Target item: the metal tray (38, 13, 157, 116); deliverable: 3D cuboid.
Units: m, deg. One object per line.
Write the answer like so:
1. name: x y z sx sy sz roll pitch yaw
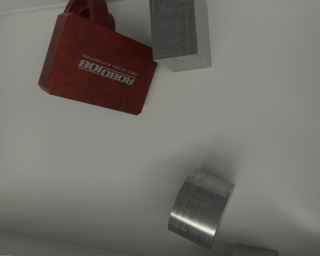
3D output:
1. metal tray: -0.069 -0.073 0.379 0.030 0.131 0.089 26 100 48

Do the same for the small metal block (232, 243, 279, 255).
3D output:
1. small metal block: 0.110 0.159 0.358 0.050 0.050 0.025 5 92 19

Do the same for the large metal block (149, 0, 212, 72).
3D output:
1. large metal block: 0.027 -0.116 0.371 0.050 0.080 0.079 -4 89 20

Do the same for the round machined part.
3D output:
1. round machined part: -0.097 -0.131 0.421 0.098 0.042 0.097 -10 76 45

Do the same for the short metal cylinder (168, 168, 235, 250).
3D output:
1. short metal cylinder: 0.050 0.093 0.363 0.050 0.080 0.080 21 97 18
